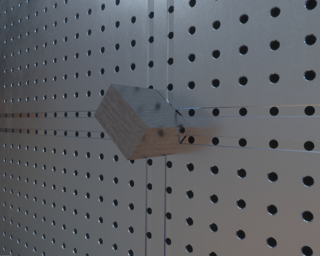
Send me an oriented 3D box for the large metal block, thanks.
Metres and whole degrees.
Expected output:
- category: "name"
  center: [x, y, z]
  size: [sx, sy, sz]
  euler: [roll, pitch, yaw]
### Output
- category: "large metal block"
  center: [-0.022, -0.008, 0.392]
  size: [0.080, 0.081, 0.050]
  euler: [49, 119, 28]
